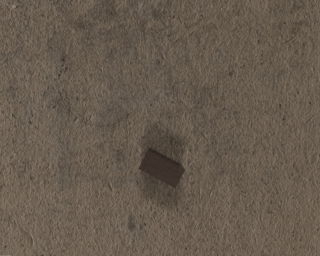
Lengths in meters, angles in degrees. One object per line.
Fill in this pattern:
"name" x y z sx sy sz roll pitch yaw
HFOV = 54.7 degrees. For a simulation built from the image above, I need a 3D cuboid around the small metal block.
"small metal block" 0.002 0.050 0.398 0.050 0.050 0.025 28 90 -1
